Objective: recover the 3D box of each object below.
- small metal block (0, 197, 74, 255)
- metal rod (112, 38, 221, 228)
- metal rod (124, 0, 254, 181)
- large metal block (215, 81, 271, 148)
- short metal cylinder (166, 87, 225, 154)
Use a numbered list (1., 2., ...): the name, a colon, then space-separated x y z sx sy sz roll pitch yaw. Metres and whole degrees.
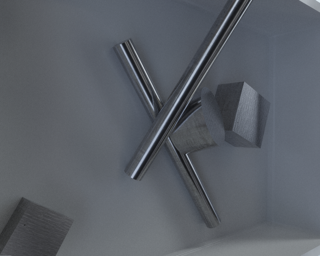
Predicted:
1. small metal block: -0.123 0.103 0.305 0.050 0.025 0.050 39 66 -34
2. metal rod: 0.018 0.022 0.424 0.025 0.025 0.299 -42 116 -32
3. metal rod: 0.044 -0.068 0.364 0.025 0.025 0.299 26 99 -38
4. large metal block: 0.128 -0.019 0.501 0.080 0.050 0.080 27 73 -37
5. short metal cylinder: 0.048 -0.009 0.413 0.080 0.050 0.080 41 41 -48
